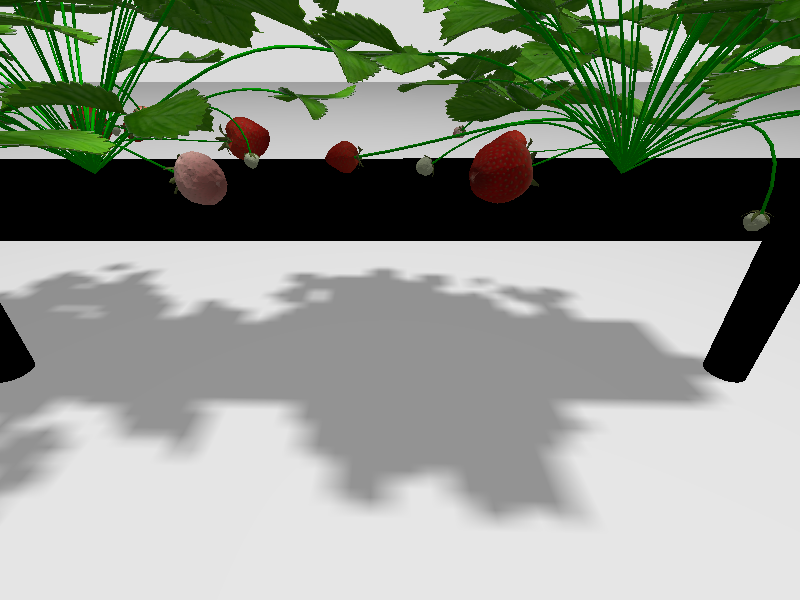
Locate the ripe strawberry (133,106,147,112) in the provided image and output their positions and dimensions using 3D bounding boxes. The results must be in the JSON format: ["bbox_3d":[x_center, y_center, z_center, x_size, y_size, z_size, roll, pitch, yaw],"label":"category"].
[{"bbox_3d":[-0.343,-0.244,0.545,0.033,0.035,0.036,-10,13,-16],"label":"ripe strawberry"}]

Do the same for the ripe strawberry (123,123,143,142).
[{"bbox_3d":[-0.316,-0.206,0.480,0.026,0.030,0.028,-9,31,-16],"label":"ripe strawberry"}]

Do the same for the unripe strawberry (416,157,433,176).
[{"bbox_3d":[0.020,-0.110,0.328,0.014,0.015,0.013,-13,30,4],"label":"unripe strawberry"}]

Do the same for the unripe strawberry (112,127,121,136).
[{"bbox_3d":[-0.330,-0.196,0.465,0.011,0.011,0.011,-13,33,-21],"label":"unripe strawberry"}]

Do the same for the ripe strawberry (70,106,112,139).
[{"bbox_3d":[-0.342,-0.192,0.443,0.037,0.042,0.040,-18,34,-28],"label":"ripe strawberry"}]

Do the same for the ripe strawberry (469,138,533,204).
[{"bbox_3d":[0.063,-0.082,0.259,0.042,0.041,0.039,-19,35,-28],"label":"ripe strawberry"}]

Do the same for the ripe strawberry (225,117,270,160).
[{"bbox_3d":[-0.148,-0.158,0.393,0.040,0.040,0.037,-17,34,-27],"label":"ripe strawberry"}]

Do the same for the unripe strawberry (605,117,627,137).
[{"bbox_3d":[0.271,-0.215,0.500,0.028,0.025,0.026,12,-4,20],"label":"unripe strawberry"}]

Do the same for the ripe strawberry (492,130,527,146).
[{"bbox_3d":[0.095,-0.133,0.356,0.033,0.032,0.031,7,31,13],"label":"ripe strawberry"}]

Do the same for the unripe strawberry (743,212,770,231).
[{"bbox_3d":[0.187,-0.041,0.211,0.011,0.010,0.010,1,30,1],"label":"unripe strawberry"}]

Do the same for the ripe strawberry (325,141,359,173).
[{"bbox_3d":[-0.049,-0.121,0.339,0.027,0.026,0.025,0,30,1],"label":"ripe strawberry"}]

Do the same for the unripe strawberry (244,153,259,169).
[{"bbox_3d":[-0.117,-0.110,0.317,0.011,0.011,0.011,4,30,7],"label":"unripe strawberry"}]

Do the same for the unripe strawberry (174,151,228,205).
[{"bbox_3d":[-0.123,-0.075,0.250,0.032,0.033,0.029,20,35,29],"label":"unripe strawberry"}]
